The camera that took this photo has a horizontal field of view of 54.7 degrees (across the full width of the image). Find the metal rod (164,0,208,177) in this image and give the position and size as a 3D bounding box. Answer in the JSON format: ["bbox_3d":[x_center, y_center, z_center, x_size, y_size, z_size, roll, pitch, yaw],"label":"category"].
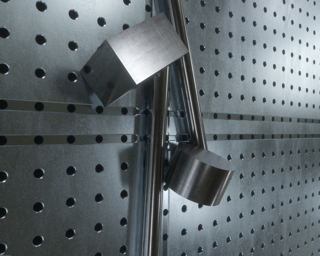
[{"bbox_3d":[0.042,-0.052,0.443,0.025,0.025,0.298,-19,102,-39],"label":"metal rod"}]

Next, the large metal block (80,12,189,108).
[{"bbox_3d":[-0.030,-0.073,0.341,0.080,0.080,0.050,-38,98,-33],"label":"large metal block"}]

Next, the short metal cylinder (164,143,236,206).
[{"bbox_3d":[0.052,0.059,0.408,0.081,0.080,0.050,13,104,-39],"label":"short metal cylinder"}]

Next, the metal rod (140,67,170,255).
[{"bbox_3d":[-0.006,0.047,0.403,0.025,0.025,0.298,5,87,-40],"label":"metal rod"}]
